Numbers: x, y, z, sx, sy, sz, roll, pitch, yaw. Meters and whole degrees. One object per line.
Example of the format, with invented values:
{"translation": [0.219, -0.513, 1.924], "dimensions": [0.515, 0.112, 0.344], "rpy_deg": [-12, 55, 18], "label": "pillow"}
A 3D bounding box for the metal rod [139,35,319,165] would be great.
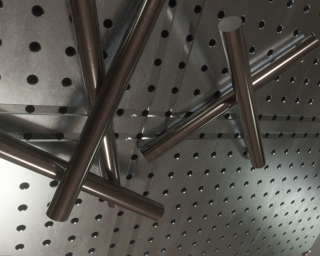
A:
{"translation": [0.102, -0.043, 0.442], "dimensions": [0.301, 0.025, 0.025], "rpy_deg": [-34, 129, -6], "label": "metal rod"}

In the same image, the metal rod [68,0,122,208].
{"translation": [-0.070, -0.020, 0.361], "dimensions": [0.025, 0.025, 0.298], "rpy_deg": [-16, 125, -20], "label": "metal rod"}

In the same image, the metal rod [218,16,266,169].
{"translation": [0.123, -0.024, 0.435], "dimensions": [0.025, 0.025, 0.299], "rpy_deg": [-36, 139, -5], "label": "metal rod"}

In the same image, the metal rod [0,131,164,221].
{"translation": [-0.111, 0.052, 0.361], "dimensions": [0.301, 0.025, 0.025], "rpy_deg": [32, 100, -32], "label": "metal rod"}

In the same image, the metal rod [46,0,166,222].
{"translation": [-0.052, -0.037, 0.329], "dimensions": [0.025, 0.025, 0.298], "rpy_deg": [21, 98, -36], "label": "metal rod"}
